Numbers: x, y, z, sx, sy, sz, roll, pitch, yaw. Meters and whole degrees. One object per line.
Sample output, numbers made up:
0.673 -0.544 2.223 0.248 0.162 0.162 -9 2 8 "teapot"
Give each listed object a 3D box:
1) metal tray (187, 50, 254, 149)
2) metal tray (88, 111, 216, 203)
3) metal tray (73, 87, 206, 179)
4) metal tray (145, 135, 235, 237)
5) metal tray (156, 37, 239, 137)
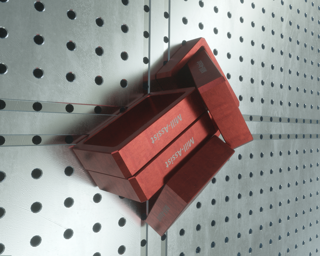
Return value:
0.073 -0.041 0.398 0.090 0.030 0.130 58 12 -24 "metal tray"
-0.008 0.025 0.360 0.131 0.090 0.030 -40 115 -33 "metal tray"
-0.022 0.000 0.350 0.131 0.090 0.030 -40 115 -33 "metal tray"
0.033 0.074 0.379 0.030 0.129 0.091 41 56 14 "metal tray"
0.061 -0.054 0.458 0.090 0.030 0.130 -51 120 -28 "metal tray"
